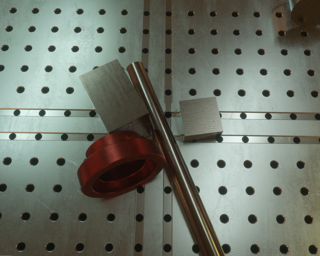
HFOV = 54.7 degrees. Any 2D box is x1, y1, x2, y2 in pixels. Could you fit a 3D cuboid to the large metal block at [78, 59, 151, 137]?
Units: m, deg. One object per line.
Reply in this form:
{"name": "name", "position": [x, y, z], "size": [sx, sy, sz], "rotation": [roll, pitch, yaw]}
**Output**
{"name": "large metal block", "position": [-0.054, -0.025, 0.391], "size": [0.050, 0.080, 0.080], "rotation": [-28, 73, -10]}

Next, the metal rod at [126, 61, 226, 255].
{"name": "metal rod", "position": [0.019, 0.043, 0.396], "size": [0.025, 0.025, 0.299], "rotation": [-20, 71, -8]}

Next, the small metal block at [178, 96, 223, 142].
{"name": "small metal block", "position": [0.053, -0.012, 0.417], "size": [0.050, 0.025, 0.050], "rotation": [-7, 70, -3]}

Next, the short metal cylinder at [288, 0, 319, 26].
{"name": "short metal cylinder", "position": [0.232, -0.197, 0.457], "size": [0.081, 0.080, 0.050], "rotation": [-1, 70, -1]}

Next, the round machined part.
{"name": "round machined part", "position": [-0.047, 0.039, 0.359], "size": [0.099, 0.098, 0.042], "rotation": [-21, 62, -8]}
